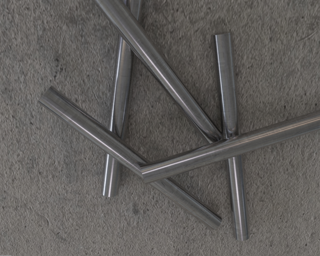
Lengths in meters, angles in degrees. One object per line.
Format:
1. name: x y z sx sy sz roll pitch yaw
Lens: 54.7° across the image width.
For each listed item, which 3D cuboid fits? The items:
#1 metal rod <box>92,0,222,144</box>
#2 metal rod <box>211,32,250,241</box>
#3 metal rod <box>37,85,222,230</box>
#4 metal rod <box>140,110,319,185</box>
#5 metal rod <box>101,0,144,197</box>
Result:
1. metal rod: -0.016 -0.089 0.353 0.025 0.025 0.300 -35 115 12
2. metal rod: 0.099 0.025 0.419 0.025 0.025 0.298 -9 110 3
3. metal rod: -0.024 0.051 0.406 0.301 0.025 0.025 40 105 -22
4. metal rod: 0.123 0.014 0.392 0.302 0.025 0.025 -17 110 -4
5. metal rod: -0.048 -0.046 0.392 0.025 0.025 0.298 8 110 -3
